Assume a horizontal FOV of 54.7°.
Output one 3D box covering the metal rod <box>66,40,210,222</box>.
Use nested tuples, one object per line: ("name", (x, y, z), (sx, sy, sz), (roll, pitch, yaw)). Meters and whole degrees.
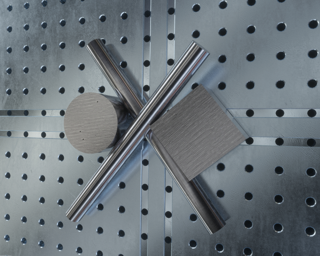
("metal rod", (-0.040, 0.018, 0.400), (0.025, 0.025, 0.299), (44, 112, 14))

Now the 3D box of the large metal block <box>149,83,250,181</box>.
("large metal block", (0.049, 0.005, 0.377), (0.080, 0.050, 0.080), (-40, 78, 15))

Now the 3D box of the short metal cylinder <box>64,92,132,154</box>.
("short metal cylinder", (-0.082, -0.007, 0.424), (0.080, 0.050, 0.079), (0, 90, 20))

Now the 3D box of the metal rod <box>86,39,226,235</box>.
("metal rod", (-0.011, 0.003, 0.412), (0.025, 0.025, 0.299), (-37, 78, 16))
